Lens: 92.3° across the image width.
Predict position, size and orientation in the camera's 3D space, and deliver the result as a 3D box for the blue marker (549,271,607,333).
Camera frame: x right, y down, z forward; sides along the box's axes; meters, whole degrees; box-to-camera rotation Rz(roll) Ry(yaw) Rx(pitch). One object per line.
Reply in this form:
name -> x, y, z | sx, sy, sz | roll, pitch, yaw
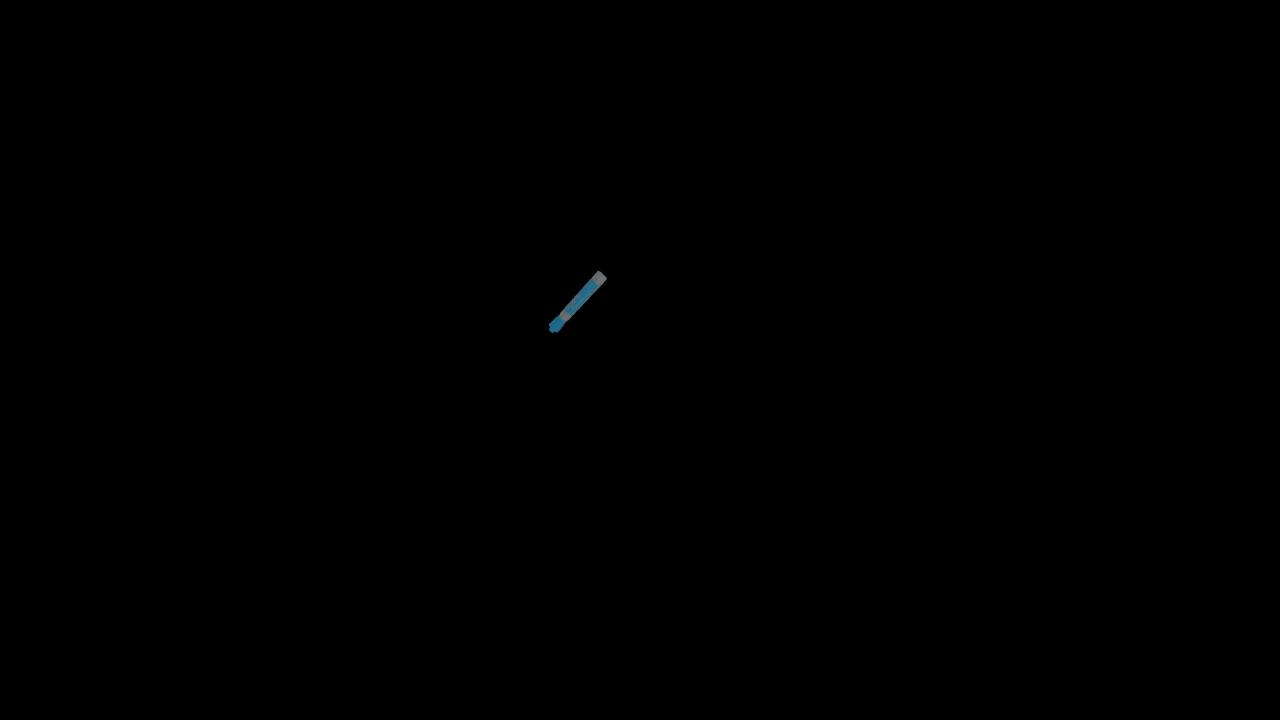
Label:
blue marker -> -0.097, -0.087, 0.942 | 0.121, 0.020, 0.020 | -46, -14, 14
